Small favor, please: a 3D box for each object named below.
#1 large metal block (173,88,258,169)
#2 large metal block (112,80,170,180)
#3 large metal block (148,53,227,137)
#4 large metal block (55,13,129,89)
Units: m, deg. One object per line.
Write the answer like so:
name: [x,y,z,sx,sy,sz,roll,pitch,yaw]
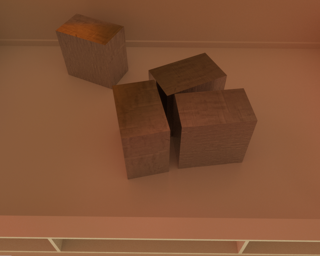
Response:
large metal block: [0.060,0.002,0.368,0.081,0.080,0.050,-5,50,-5]
large metal block: [-0.022,0.002,0.367,0.050,0.080,0.080,-10,51,-8]
large metal block: [0.033,-0.041,0.404,0.081,0.080,0.050,-21,53,-17]
large metal block: [-0.098,-0.114,0.465,0.080,0.080,0.050,20,53,16]
